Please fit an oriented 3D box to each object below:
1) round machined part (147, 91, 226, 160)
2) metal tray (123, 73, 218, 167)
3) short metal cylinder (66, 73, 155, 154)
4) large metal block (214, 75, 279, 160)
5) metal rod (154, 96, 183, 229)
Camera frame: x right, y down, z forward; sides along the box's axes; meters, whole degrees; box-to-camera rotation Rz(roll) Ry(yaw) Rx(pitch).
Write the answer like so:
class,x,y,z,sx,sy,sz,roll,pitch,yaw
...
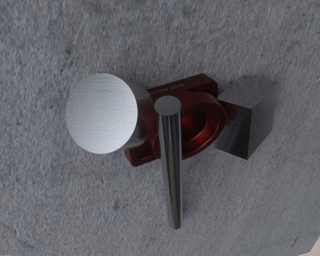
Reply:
class,x,y,z,sx,sy,sz,roll,pitch,yaw
round machined part,0.028,-0.006,0.379,0.099,0.042,0.097,-19,142,-16
metal tray,0.013,-0.011,0.407,0.131,0.030,0.089,-19,126,-18
short metal cylinder,-0.051,-0.014,0.329,0.080,0.080,0.050,-55,164,11
large metal block,0.118,-0.017,0.427,0.080,0.050,0.079,-38,135,-38
metal rod,0.017,0.069,0.405,0.025,0.025,0.299,-25,145,-14
